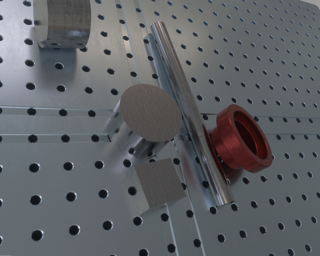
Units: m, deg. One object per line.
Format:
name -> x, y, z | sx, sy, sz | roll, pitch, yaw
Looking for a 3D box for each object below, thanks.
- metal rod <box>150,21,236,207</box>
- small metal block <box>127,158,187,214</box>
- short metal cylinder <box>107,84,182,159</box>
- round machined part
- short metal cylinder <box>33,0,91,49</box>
metal rod -> 0.040, -0.034, 0.450 | 0.025, 0.025, 0.299 | -5, 64, -31
small metal block -> -0.004, 0.067, 0.365 | 0.050, 0.025, 0.050 | -10, 67, -32
short metal cylinder -> -0.020, -0.008, 0.387 | 0.081, 0.050, 0.080 | 14, 56, -21
round machined part -> 0.110, 0.019, 0.432 | 0.098, 0.042, 0.098 | 33, 38, -30
short metal cylinder -> -0.126, -0.142, 0.392 | 0.050, 0.080, 0.080 | -7, 66, -32
